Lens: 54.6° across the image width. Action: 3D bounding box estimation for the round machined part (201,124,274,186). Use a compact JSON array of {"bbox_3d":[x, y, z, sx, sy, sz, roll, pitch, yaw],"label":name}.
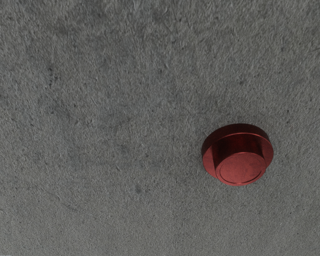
[{"bbox_3d":[0.109,0.044,0.434,0.099,0.042,0.097,0,130,0],"label":"round machined part"}]
